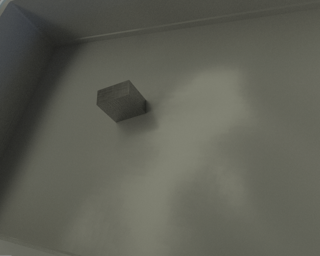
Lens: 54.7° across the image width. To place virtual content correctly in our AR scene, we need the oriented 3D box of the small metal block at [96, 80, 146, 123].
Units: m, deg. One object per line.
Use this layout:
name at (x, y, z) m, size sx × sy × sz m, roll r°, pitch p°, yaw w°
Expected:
small metal block at (-0.054, -0.037, 0.439) m, size 0.050 × 0.050 × 0.025 m, roll -16°, pitch 56°, yaw 19°
